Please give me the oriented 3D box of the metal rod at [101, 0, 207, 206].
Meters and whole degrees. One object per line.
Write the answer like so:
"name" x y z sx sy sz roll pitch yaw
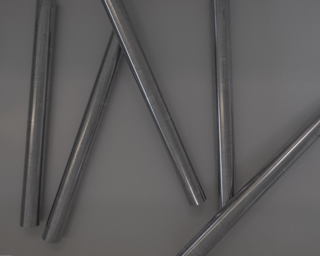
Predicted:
"metal rod" -0.009 -0.039 0.395 0.025 0.025 0.299 -23 96 0

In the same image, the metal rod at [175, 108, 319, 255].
"metal rod" 0.130 0.068 0.393 0.301 0.025 0.025 -43 90 -8

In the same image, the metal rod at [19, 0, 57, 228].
"metal rod" -0.161 -0.021 0.409 0.025 0.025 0.298 4 90 0

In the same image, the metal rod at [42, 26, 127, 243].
"metal rod" -0.096 0.005 0.410 0.025 0.025 0.299 19 90 0

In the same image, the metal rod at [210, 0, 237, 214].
"metal rod" 0.085 -0.025 0.411 0.025 0.025 0.298 -2 90 0
